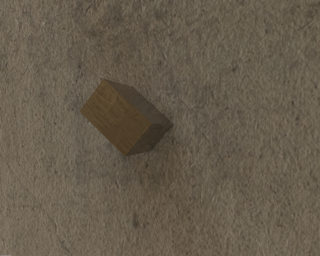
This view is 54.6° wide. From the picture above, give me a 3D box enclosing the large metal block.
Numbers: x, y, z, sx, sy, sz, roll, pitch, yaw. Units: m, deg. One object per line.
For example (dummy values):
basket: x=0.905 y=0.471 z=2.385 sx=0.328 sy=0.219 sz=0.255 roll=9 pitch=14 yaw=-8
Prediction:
large metal block: x=-0.039 y=-0.013 z=0.394 sx=0.080 sy=0.080 sz=0.050 roll=43 pitch=104 yaw=15
